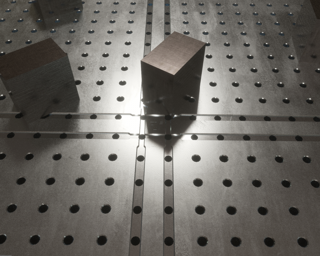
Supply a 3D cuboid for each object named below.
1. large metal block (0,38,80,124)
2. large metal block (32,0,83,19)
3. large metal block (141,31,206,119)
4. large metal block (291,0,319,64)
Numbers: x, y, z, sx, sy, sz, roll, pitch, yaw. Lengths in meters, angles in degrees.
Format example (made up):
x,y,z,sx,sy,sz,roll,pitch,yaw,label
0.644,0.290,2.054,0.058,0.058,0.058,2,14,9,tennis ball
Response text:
x,y,z,sx,sy,sz,roll,pitch,yaw,label
-0.166,-0.064,0.424,0.081,0.080,0.050,-31,57,-23,large metal block
-0.210,-0.268,0.614,0.081,0.050,0.080,-24,54,-19,large metal block
0.019,-0.075,0.435,0.050,0.080,0.080,28,55,21,large metal block
0.263,-0.164,0.513,0.050,0.080,0.080,5,50,4,large metal block
